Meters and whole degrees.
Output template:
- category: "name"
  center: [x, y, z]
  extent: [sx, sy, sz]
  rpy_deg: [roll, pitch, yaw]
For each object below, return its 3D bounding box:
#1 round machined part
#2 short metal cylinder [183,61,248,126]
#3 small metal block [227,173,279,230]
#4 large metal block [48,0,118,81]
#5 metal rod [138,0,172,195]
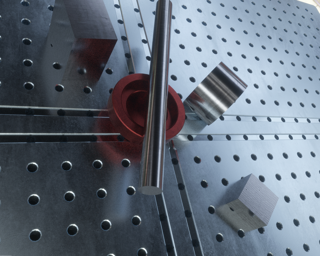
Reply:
- category: "round machined part"
  center: [-0.020, -0.019, 0.399]
  extent: [0.099, 0.042, 0.098]
  rpy_deg: [14, 56, -21]
- category: "short metal cylinder"
  center: [0.079, -0.049, 0.448]
  extent: [0.050, 0.080, 0.080]
  rpy_deg: [43, 51, 1]
- category: "small metal block"
  center: [0.126, 0.099, 0.418]
  extent: [0.050, 0.025, 0.050]
  rpy_deg: [43, 51, 1]
- category: "large metal block"
  center: [-0.101, -0.116, 0.390]
  extent: [0.050, 0.080, 0.080]
  rpy_deg: [-8, 66, -32]
- category: "metal rod"
  center: [-0.002, -0.062, 0.392]
  extent: [0.025, 0.025, 0.300]
  rpy_deg: [17, 55, -19]
